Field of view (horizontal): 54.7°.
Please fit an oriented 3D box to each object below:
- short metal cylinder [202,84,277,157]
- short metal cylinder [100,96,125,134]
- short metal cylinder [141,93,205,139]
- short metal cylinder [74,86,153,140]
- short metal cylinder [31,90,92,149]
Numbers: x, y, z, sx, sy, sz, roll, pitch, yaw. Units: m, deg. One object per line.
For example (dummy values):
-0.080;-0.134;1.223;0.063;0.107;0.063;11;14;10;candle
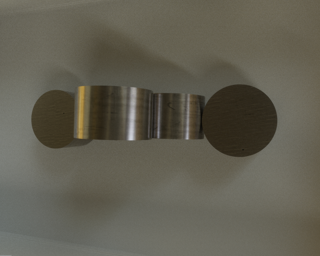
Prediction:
0.094;-0.008;0.362;0.080;0.050;0.080;0;90;20;short metal cylinder
-0.062;-0.016;0.401;0.080;0.080;0.050;2;91;20;short metal cylinder
0.014;-0.013;0.374;0.080;0.080;0.050;2;91;20;short metal cylinder
-0.048;-0.014;0.323;0.080;0.080;0.050;2;91;20;short metal cylinder
-0.133;-0.012;0.442;0.080;0.050;0.080;0;90;20;short metal cylinder
